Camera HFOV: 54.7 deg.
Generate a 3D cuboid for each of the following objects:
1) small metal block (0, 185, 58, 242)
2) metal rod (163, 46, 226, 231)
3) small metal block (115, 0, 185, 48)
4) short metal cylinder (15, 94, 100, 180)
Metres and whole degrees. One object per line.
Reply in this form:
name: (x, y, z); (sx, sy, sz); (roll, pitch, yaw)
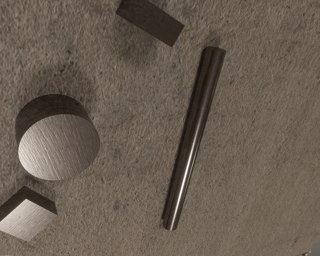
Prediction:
small metal block: (-0.166, 0.107, 0.383); (0.050, 0.025, 0.050); (-42, 130, 0)
metal rod: (0.044, 0.032, 0.452); (0.025, 0.025, 0.298); (-3, 120, -27)
small metal block: (-0.011, -0.111, 0.317); (0.050, 0.050, 0.025); (21, 107, -36)
short metal cylinder: (-0.112, 0.010, 0.336); (0.081, 0.050, 0.079); (-14, 125, -21)
